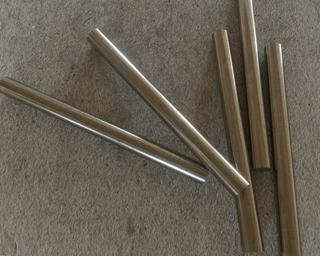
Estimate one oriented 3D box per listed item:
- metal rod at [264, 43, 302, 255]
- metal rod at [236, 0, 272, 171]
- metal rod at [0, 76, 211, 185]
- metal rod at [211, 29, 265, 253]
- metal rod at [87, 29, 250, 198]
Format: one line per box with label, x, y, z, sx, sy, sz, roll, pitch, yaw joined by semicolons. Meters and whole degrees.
metal rod;0.157;0.024;0.400;0.025;0.025;0.299;3;70;1
metal rod;0.130;-0.088;0.440;0.025;0.025;0.299;1;70;0
metal rod;-0.079;0.000;0.407;0.301;0.025;0.025;24;72;8
metal rod;0.098;0.002;0.407;0.025;0.025;0.299;-3;70;-1
metal rod;-0.001;-0.032;0.407;0.025;0.025;0.300;-38;70;-13
